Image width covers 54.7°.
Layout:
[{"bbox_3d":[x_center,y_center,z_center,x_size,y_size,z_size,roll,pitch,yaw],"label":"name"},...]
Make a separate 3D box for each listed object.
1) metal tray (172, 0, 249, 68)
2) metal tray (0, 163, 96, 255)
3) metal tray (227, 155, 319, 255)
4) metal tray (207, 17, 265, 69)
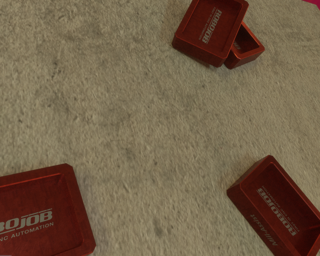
[{"bbox_3d":[0.086,-0.176,0.523,0.090,0.030,0.130,25,69,0],"label":"metal tray"},{"bbox_3d":[-0.134,0.089,0.274,0.131,0.030,0.090,-10,67,-33],"label":"metal tray"},{"bbox_3d":[0.163,0.112,0.422,0.091,0.030,0.130,-31,79,-38],"label":"metal tray"},{"bbox_3d":[0.126,-0.177,0.578,0.091,0.030,0.130,-26,76,-37],"label":"metal tray"}]
